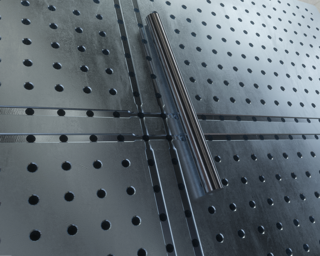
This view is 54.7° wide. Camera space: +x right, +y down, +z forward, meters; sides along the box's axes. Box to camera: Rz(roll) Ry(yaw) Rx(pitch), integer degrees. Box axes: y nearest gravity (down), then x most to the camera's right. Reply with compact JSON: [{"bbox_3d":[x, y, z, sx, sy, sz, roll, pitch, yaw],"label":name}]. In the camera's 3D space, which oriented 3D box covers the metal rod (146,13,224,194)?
[{"bbox_3d":[0.029,-0.050,0.455,0.025,0.025,0.299,-3,63,-30],"label":"metal rod"}]
